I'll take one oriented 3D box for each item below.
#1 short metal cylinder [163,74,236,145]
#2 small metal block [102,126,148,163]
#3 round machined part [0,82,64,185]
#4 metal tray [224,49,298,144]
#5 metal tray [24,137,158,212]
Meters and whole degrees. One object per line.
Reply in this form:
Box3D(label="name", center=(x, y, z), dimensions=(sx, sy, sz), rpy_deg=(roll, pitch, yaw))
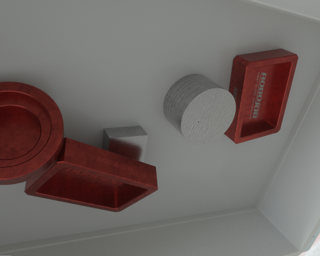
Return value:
Box3D(label="short metal cylinder", center=(0.051, -0.025, 0.407), dimensions=(0.081, 0.050, 0.079), rpy_deg=(-14, 125, -21))
Box3D(label="small metal block", center=(-0.047, 0.026, 0.401), dimensions=(0.050, 0.025, 0.050), rpy_deg=(-4, 120, -27))
Box3D(label="round machined part", center=(-0.145, 0.007, 0.300), dimensions=(0.099, 0.098, 0.042), rpy_deg=(-15, 161, -21))
Box3D(label="metal tray", center=(0.147, -0.046, 0.459), dimensions=(0.091, 0.030, 0.129), rpy_deg=(-13, 124, -22))
Box3D(label="metal tray", center=(-0.079, 0.062, 0.372), dimensions=(0.131, 0.030, 0.090), rpy_deg=(23, 135, -35))
